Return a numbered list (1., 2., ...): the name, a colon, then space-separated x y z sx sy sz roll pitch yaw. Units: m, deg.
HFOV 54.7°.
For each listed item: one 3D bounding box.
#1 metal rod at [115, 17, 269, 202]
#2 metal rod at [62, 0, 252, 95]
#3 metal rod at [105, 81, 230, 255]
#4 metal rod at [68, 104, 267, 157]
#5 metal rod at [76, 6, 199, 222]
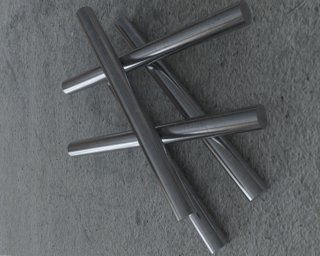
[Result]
1. metal rod: 0.024 -0.040 0.384 0.025 0.025 0.299 -50 61 28
2. metal rod: -0.030 -0.089 0.397 0.300 0.025 0.025 -12 83 39
3. metal rod: -0.007 0.022 0.410 0.025 0.025 0.299 -48 62 29
4. metal rod: -0.018 0.011 0.387 0.300 0.025 0.025 -11 83 39
5. metal rod: -0.037 -0.033 0.370 0.025 0.025 0.299 -42 65 32
